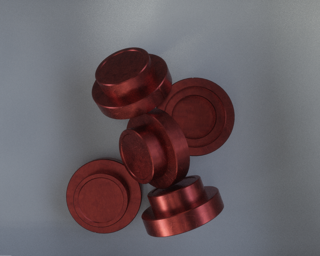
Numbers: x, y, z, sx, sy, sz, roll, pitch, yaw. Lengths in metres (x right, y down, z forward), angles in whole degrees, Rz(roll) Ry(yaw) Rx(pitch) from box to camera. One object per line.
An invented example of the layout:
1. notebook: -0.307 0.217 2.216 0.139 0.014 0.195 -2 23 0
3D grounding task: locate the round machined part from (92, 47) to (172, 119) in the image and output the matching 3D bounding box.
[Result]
1. round machined part: -0.038 -0.060 0.374 0.098 0.042 0.098 -12 46 13

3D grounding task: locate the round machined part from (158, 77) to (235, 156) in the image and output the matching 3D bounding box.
1. round machined part: 0.043 -0.014 0.403 0.099 0.042 0.097 0 90 0

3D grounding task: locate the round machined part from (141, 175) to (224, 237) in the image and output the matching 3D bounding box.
1. round machined part: 0.023 0.089 0.375 0.098 0.098 0.042 -20 90 0

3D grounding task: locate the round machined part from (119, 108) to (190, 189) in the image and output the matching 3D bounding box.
1. round machined part: -0.014 0.028 0.372 0.042 0.098 0.098 -20 90 -36

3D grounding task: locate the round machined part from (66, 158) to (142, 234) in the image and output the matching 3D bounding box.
1. round machined part: -0.073 0.089 0.402 0.099 0.042 0.097 0 90 0
